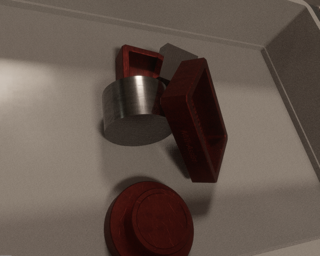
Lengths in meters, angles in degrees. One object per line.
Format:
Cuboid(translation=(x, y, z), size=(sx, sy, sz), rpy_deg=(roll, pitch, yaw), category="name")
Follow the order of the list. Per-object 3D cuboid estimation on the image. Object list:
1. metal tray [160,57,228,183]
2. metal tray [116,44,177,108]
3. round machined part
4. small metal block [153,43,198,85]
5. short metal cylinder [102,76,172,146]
Cuboid(translation=(0.048, -0.007, 0.378), size=(0.129, 0.030, 0.090), rpy_deg=(67, 33, -33), category="metal tray")
Cuboid(translation=(0.004, -0.063, 0.444), size=(0.131, 0.030, 0.090), rpy_deg=(9, 58, -24), category="metal tray")
Cuboid(translation=(-0.006, 0.103, 0.330), size=(0.099, 0.042, 0.098), rpy_deg=(14, 56, -21), category="round machined part")
Cuboid(translation=(0.022, -0.085, 0.441), size=(0.050, 0.025, 0.050), rpy_deg=(18, 79, -23), category="small metal block")
Cuboid(translation=(-0.027, -0.018, 0.368), size=(0.081, 0.080, 0.050), rpy_deg=(5, 60, -26), category="short metal cylinder")
